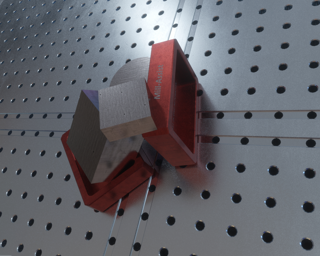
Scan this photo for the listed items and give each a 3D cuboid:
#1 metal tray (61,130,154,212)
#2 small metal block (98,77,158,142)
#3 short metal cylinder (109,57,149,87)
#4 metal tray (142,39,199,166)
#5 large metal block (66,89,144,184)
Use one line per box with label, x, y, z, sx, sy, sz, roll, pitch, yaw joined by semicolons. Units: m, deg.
metal tray;-0.076;0.034;0.420;0.090;0.030;0.130;-37;51;3
small metal block;-0.033;-0.019;0.315;0.050;0.025;0.050;-15;55;6
short metal cylinder;-0.023;-0.052;0.435;0.080;0.050;0.080;-13;56;20
metal tray;0.017;-0.030;0.374;0.030;0.090;0.130;-9;58;23
large metal block;-0.068;0.009;0.381;0.080;0.050;0.079;46;124;38
